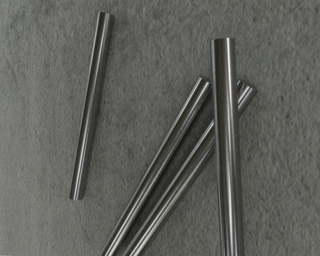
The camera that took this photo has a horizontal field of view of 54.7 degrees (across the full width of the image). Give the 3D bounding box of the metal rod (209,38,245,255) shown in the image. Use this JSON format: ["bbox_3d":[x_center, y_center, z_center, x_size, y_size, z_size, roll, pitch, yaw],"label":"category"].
[{"bbox_3d":[0.072,0.061,0.322,0.025,0.025,0.298,0,97,39],"label":"metal rod"}]

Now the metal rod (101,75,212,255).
[{"bbox_3d":[-0.011,0.067,0.411,0.025,0.025,0.298,42,115,31],"label":"metal rod"}]

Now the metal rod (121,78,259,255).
[{"bbox_3d":[0.023,0.073,0.383,0.025,0.025,0.298,45,116,30],"label":"metal rod"}]

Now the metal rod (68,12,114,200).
[{"bbox_3d":[-0.111,-0.028,0.493,0.025,0.025,0.298,19,102,38],"label":"metal rod"}]
